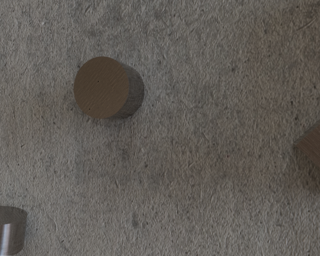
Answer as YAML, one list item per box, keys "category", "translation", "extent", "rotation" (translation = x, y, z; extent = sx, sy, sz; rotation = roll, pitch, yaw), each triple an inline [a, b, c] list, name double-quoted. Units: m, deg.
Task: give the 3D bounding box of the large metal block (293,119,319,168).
- category: "large metal block"
  translation: [0.202, 0.018, 0.324]
  extent: [0.080, 0.050, 0.080]
  rotation: [-46, 76, 14]

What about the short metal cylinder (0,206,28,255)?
- category: "short metal cylinder"
  translation: [-0.246, 0.155, 0.466]
  extent: [0.080, 0.080, 0.050]
  rotation: [9, 93, 20]

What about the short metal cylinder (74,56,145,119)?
- category: "short metal cylinder"
  translation: [-0.068, -0.052, 0.420]
  extent: [0.080, 0.050, 0.080]
  rotation: [0, 90, 20]
